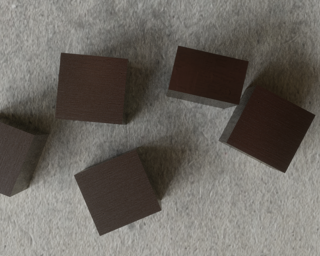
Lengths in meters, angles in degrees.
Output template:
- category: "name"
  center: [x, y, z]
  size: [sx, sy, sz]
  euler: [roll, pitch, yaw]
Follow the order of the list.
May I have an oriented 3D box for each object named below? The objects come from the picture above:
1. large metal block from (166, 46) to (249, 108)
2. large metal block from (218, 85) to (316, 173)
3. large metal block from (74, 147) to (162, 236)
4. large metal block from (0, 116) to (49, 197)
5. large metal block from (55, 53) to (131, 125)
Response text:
- category: "large metal block"
  center: [0.054, -0.059, 0.383]
  size: [0.080, 0.080, 0.050]
  euler: [12, 90, -1]
- category: "large metal block"
  center: [0.134, 0.001, 0.399]
  size: [0.080, 0.050, 0.080]
  euler: [28, 90, -1]
- category: "large metal block"
  center: [-0.051, 0.078, 0.397]
  size: [0.080, 0.050, 0.080]
  euler: [-23, 90, -1]
- category: "large metal block"
  center: [-0.202, 0.031, 0.395]
  size: [0.080, 0.050, 0.080]
  euler: [21, 90, -1]
- category: "large metal block"
  center: [-0.082, -0.047, 0.396]
  size: [0.081, 0.050, 0.079]
  euler: [5, 90, -1]
